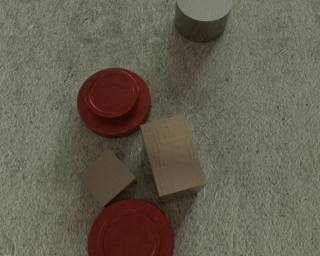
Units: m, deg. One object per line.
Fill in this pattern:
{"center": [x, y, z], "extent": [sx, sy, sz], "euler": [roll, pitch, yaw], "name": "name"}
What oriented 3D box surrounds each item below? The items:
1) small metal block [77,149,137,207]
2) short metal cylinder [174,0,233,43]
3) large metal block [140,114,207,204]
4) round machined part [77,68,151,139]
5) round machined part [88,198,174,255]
{"center": [-0.065, 0.063, 0.384], "extent": [0.050, 0.025, 0.050], "euler": [-41, 75, -14], "name": "small metal block"}
{"center": [0.063, -0.175, 0.460], "extent": [0.081, 0.050, 0.080], "euler": [0, 70, 0], "name": "short metal cylinder"}
{"center": [0.013, 0.040, 0.364], "extent": [0.050, 0.080, 0.080], "euler": [-15, 71, -6], "name": "large metal block"}
{"center": [-0.061, -0.038, 0.412], "extent": [0.099, 0.042, 0.098], "euler": [0, 70, -1], "name": "round machined part"}
{"center": [-0.033, 0.129, 0.351], "extent": [0.099, 0.042, 0.098], "euler": [0, 70, -1], "name": "round machined part"}
